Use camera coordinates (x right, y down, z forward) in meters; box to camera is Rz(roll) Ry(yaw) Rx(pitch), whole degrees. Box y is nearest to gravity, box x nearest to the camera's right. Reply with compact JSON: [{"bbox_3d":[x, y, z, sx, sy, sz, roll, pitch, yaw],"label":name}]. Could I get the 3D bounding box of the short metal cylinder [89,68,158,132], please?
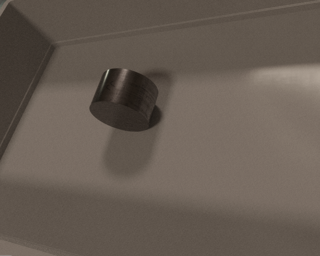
[{"bbox_3d":[-0.047,-0.035,0.415,0.080,0.080,0.050,2,63,28],"label":"short metal cylinder"}]
